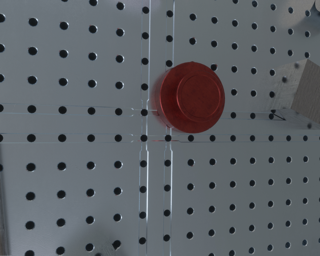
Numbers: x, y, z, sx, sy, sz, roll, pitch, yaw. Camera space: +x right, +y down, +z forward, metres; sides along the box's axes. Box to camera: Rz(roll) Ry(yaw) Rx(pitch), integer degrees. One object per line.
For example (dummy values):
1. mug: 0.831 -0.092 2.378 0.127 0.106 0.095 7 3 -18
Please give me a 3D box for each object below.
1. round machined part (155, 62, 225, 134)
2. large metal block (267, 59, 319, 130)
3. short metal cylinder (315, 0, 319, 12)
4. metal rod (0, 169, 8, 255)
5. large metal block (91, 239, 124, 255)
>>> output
1. round machined part: 0.046 -0.041 0.420 0.099 0.042 0.097 0 90 -20
2. large metal block: 0.227 -0.049 0.483 0.080 0.050 0.080 24 82 -19
3. short metal cylinder: 0.299 -0.212 0.493 0.050 0.080 0.080 20 84 -19
4. metal rod: -0.182 0.160 0.345 0.025 0.025 0.298 -5 92 -20
5. large metal block: -0.067 0.189 0.359 0.080 0.080 0.050 -40 103 -16
